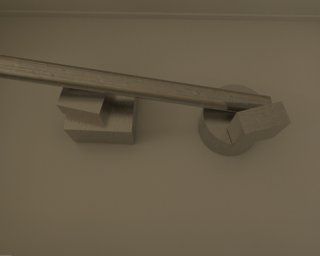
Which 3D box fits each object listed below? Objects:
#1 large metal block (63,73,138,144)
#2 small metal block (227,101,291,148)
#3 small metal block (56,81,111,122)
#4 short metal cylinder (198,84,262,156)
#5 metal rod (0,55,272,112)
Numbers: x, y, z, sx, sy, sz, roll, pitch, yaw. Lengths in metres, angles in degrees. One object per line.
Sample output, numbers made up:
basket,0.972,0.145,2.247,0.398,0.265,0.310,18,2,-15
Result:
large metal block,-0.072,-0.026,0.402,0.081,0.050,0.080,3,70,0
small metal block,0.107,-0.003,0.343,0.050,0.050,0.025,-14,71,-5
small metal block,-0.087,-0.039,0.368,0.050,0.025,0.050,12,70,4
short metal cylinder,0.093,-0.009,0.399,0.081,0.050,0.080,0,70,0
metal rod,-0.023,-0.046,0.350,0.302,0.025,0.025,8,70,-6
